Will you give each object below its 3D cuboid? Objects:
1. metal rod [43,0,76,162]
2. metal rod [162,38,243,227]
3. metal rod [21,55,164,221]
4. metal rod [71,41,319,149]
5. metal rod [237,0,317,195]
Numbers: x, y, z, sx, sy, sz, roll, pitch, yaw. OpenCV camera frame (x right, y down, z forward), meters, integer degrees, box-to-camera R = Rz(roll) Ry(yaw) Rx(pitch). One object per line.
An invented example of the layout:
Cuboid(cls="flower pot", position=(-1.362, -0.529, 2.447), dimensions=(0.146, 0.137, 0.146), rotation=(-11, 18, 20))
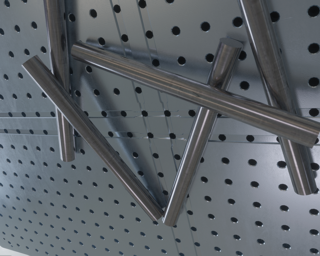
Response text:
Cuboid(cls="metal rod", position=(-0.141, -0.074, 0.440), dimensions=(0.025, 0.025, 0.298), rotation=(19, 126, 17))
Cuboid(cls="metal rod", position=(0.044, 0.029, 0.406), dimensions=(0.025, 0.025, 0.298), rotation=(24, 127, 13))
Cuboid(cls="metal rod", position=(-0.088, 0.026, 0.454), dimensions=(0.025, 0.025, 0.300), rotation=(-22, 113, 36))
Cuboid(cls="metal rod", position=(0.019, -0.047, 0.345), dimensions=(0.300, 0.025, 0.025), rotation=(23, 127, 24))
Cuboid(cls="metal rod", position=(0.114, -0.058, 0.315), dimensions=(0.025, 0.025, 0.299), rotation=(-11, 113, 33))
